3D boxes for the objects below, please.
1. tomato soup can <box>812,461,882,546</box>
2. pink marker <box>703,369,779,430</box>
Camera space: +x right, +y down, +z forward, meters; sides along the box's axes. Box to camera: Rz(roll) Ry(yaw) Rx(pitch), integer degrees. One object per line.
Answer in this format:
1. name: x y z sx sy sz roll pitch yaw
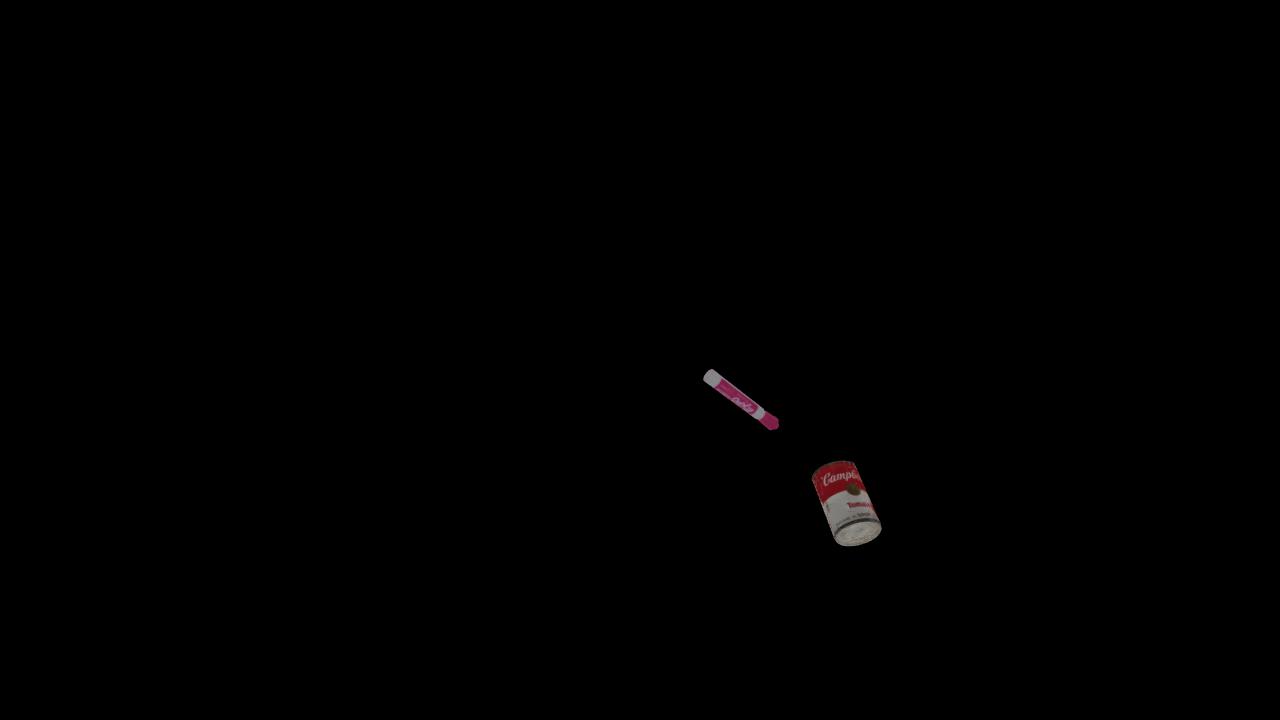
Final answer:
1. tomato soup can: 0.293 0.204 0.877 0.068 0.068 0.101 -4 45 -4
2. pink marker: 0.131 0.053 0.784 0.121 0.020 0.020 36 -11 -16
